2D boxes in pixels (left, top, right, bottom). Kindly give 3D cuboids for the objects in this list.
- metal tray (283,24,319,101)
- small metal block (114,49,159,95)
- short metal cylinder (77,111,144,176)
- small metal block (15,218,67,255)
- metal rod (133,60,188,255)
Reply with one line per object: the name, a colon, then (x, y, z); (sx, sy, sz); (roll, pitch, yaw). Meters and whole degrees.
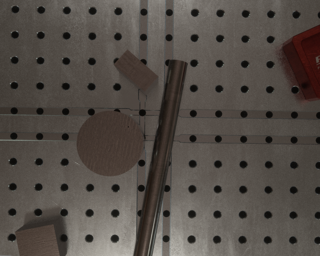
metal tray: (0.245, -0.102, 0.414); (0.131, 0.030, 0.090); (-24, 90, -1)
small metal block: (-0.029, -0.070, 0.400); (0.050, 0.050, 0.025); (41, 90, -1)
short metal cylinder: (-0.061, 0.019, 0.400); (0.081, 0.050, 0.079); (0, 90, -1)
small metal block: (-0.157, 0.153, 0.411); (0.050, 0.025, 0.050); (-11, 90, -1)
metal rod: (-0.002, 0.059, 0.413); (0.025, 0.025, 0.298); (10, 90, -1)
